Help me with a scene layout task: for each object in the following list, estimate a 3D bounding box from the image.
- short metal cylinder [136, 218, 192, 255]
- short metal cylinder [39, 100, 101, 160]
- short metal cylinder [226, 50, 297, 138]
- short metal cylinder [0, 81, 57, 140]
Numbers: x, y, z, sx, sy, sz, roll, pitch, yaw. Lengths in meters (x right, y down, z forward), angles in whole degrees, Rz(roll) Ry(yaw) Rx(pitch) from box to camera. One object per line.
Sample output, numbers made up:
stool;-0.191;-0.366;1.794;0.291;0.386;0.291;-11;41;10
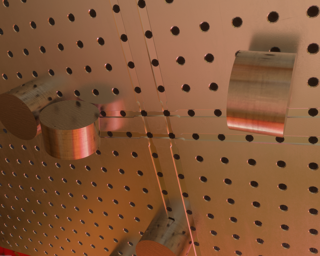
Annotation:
short metal cylinder;0.007;0.197;0.513;0.080;0.050;0.079;13;124;21
short metal cylinder;-0.127;0.001;0.443;0.080;0.080;0.050;17;125;18
short metal cylinder;0.100;-0.034;0.302;0.050;0.080;0.079;9;123;23
short metal cylinder;-0.207;-0.028;0.487;0.080;0.050;0.079;13;124;21
